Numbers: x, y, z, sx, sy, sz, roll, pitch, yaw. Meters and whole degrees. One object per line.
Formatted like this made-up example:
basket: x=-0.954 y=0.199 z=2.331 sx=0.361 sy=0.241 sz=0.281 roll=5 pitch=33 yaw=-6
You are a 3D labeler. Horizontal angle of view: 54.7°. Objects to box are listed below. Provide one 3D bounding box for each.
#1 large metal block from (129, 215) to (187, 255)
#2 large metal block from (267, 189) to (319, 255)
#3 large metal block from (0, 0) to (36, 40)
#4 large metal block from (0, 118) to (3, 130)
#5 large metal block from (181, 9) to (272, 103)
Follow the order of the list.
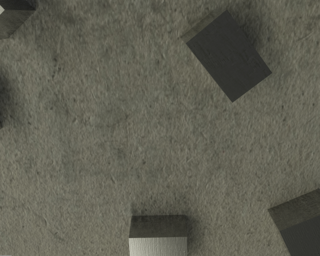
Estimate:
large metal block: x=-0.002 y=0.179 z=0.463 sx=0.081 sy=0.050 sz=0.079 roll=-1 pitch=110 yaw=0
large metal block: x=0.218 y=0.149 z=0.455 sx=0.080 sy=0.050 sz=0.080 roll=-26 pitch=108 yaw=9
large metal block: x=-0.193 y=-0.140 z=0.326 sx=0.050 sy=0.080 sz=0.080 roll=-39 pitch=106 yaw=13
large metal block: x=-0.256 y=-0.027 z=0.383 sx=0.081 sy=0.050 sz=0.079 roll=-3 pitch=110 yaw=0
large metal block: x=0.070 y=-0.084 z=0.350 sx=0.050 sy=0.080 sz=0.080 roll=-38 pitch=106 yaw=13
